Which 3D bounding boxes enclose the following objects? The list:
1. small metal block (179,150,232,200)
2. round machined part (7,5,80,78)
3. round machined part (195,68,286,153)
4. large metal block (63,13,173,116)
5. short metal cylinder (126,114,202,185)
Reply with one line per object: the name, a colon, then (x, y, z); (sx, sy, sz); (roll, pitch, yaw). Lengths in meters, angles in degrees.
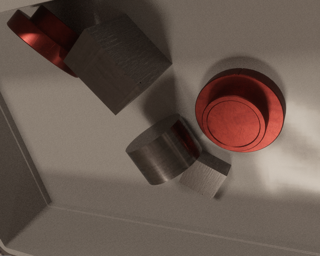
small metal block: (0.060, 0.061, 0.414); (0.050, 0.025, 0.050); (28, 128, 10)
round machined part: (-0.126, -0.108, 0.372); (0.098, 0.098, 0.042); (40, 93, 0)
round machined part: (0.085, -0.013, 0.344); (0.098, 0.042, 0.097); (13, 124, 20)
large metal block: (-0.044, -0.074, 0.349); (0.080, 0.080, 0.050); (47, 129, -5)
short metal cylinder: (0.005, 0.026, 0.385); (0.080, 0.080, 0.050); (-26, 105, 36)
